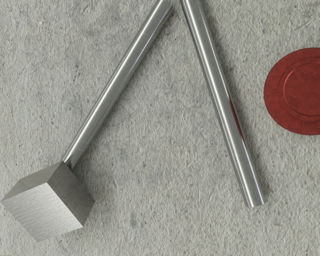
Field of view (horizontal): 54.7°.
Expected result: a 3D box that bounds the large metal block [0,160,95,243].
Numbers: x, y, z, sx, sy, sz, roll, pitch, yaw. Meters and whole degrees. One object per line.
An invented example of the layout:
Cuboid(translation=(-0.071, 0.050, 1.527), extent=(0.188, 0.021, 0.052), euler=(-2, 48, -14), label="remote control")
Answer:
Cuboid(translation=(-0.153, 0.103, 0.431), extent=(0.080, 0.050, 0.080), euler=(-23, 112, 18), label="large metal block")

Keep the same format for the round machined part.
Cuboid(translation=(0.166, -0.040, 0.342), extent=(0.098, 0.042, 0.097), euler=(0, 90, 19), label="round machined part")

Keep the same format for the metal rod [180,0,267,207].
Cuboid(translation=(0.072, -0.052, 0.383), extent=(0.025, 0.025, 0.299), euler=(-19, 84, 19), label="metal rod")

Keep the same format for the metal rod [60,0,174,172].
Cuboid(translation=(-0.073, -0.041, 0.433), extent=(0.025, 0.025, 0.299), euler=(37, 101, 16), label="metal rod")
